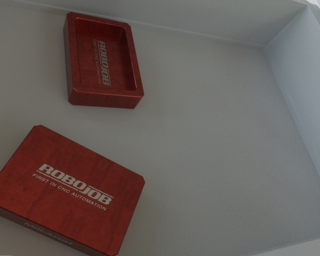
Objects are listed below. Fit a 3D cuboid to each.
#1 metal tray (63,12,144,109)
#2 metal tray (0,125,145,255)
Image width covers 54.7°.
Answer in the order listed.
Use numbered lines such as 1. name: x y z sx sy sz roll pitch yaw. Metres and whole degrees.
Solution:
1. metal tray: -0.077 -0.091 0.415 0.091 0.030 0.130 2 61 -27
2. metal tray: -0.090 0.065 0.314 0.131 0.030 0.090 29 52 -10
